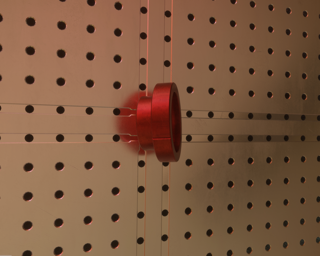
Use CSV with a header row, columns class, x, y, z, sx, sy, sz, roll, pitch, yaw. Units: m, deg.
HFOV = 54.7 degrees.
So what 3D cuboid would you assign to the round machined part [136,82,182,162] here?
class,x,y,z,sx,sy,sz,roll,pitch,yaw
round machined part,-0.001,-0.006,0.384,0.042,0.098,0.097,-2,91,11
